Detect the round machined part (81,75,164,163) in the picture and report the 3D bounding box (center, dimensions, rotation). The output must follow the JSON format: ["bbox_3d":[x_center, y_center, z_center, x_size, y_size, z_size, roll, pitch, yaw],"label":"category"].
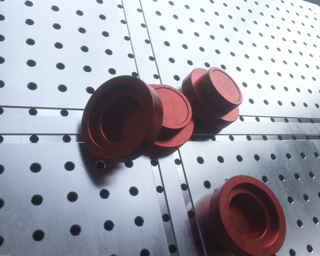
[{"bbox_3d":[-0.039,-0.008,0.357,0.042,0.098,0.098,30,40,-57],"label":"round machined part"}]

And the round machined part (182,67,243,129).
[{"bbox_3d":[0.083,-0.051,0.458,0.098,0.042,0.098,25,44,-27],"label":"round machined part"}]

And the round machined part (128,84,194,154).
[{"bbox_3d":[0.003,-0.019,0.410,0.099,0.042,0.098,13,56,-21],"label":"round machined part"}]

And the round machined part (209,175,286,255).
[{"bbox_3d":[0.103,0.111,0.384,0.099,0.042,0.098,13,56,-21],"label":"round machined part"}]
